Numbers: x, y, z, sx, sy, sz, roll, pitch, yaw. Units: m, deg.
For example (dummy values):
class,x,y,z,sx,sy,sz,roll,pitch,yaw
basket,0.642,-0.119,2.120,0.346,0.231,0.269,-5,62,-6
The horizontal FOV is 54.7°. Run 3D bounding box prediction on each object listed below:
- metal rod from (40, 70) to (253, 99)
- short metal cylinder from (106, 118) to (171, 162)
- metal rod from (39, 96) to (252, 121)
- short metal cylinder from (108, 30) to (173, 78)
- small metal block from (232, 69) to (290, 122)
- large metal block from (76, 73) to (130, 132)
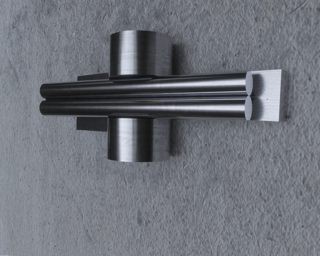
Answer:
class,x,y,z,sx,sy,sz,roll,pitch,yaw
metal rod,-0.040,-0.049,0.381,0.300,0.025,0.025,2,92,32
short metal cylinder,-0.027,0.013,0.393,0.080,0.081,0.050,2,92,40
metal rod,-0.041,-0.024,0.382,0.300,0.025,0.025,2,92,32
short metal cylinder,-0.024,-0.087,0.390,0.080,0.081,0.050,2,92,40
small metal block,0.104,-0.033,0.321,0.050,0.025,0.050,4,93,40
large metal block,-0.076,-0.036,0.453,0.080,0.050,0.079,3,92,40
